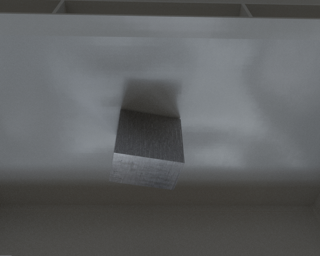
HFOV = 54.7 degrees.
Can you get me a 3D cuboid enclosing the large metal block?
[{"bbox_3d":[-0.017,0.026,0.392,0.081,0.080,0.050,9,129,-8],"label":"large metal block"}]
